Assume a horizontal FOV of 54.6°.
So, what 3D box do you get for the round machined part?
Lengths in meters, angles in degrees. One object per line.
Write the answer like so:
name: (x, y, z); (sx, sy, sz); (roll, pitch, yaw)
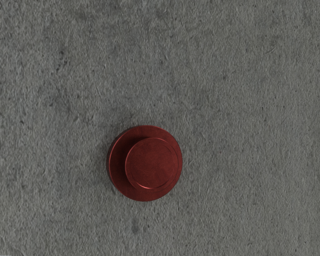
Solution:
round machined part: (-0.016, 0.045, 0.394); (0.099, 0.042, 0.097); (0, 90, -20)
